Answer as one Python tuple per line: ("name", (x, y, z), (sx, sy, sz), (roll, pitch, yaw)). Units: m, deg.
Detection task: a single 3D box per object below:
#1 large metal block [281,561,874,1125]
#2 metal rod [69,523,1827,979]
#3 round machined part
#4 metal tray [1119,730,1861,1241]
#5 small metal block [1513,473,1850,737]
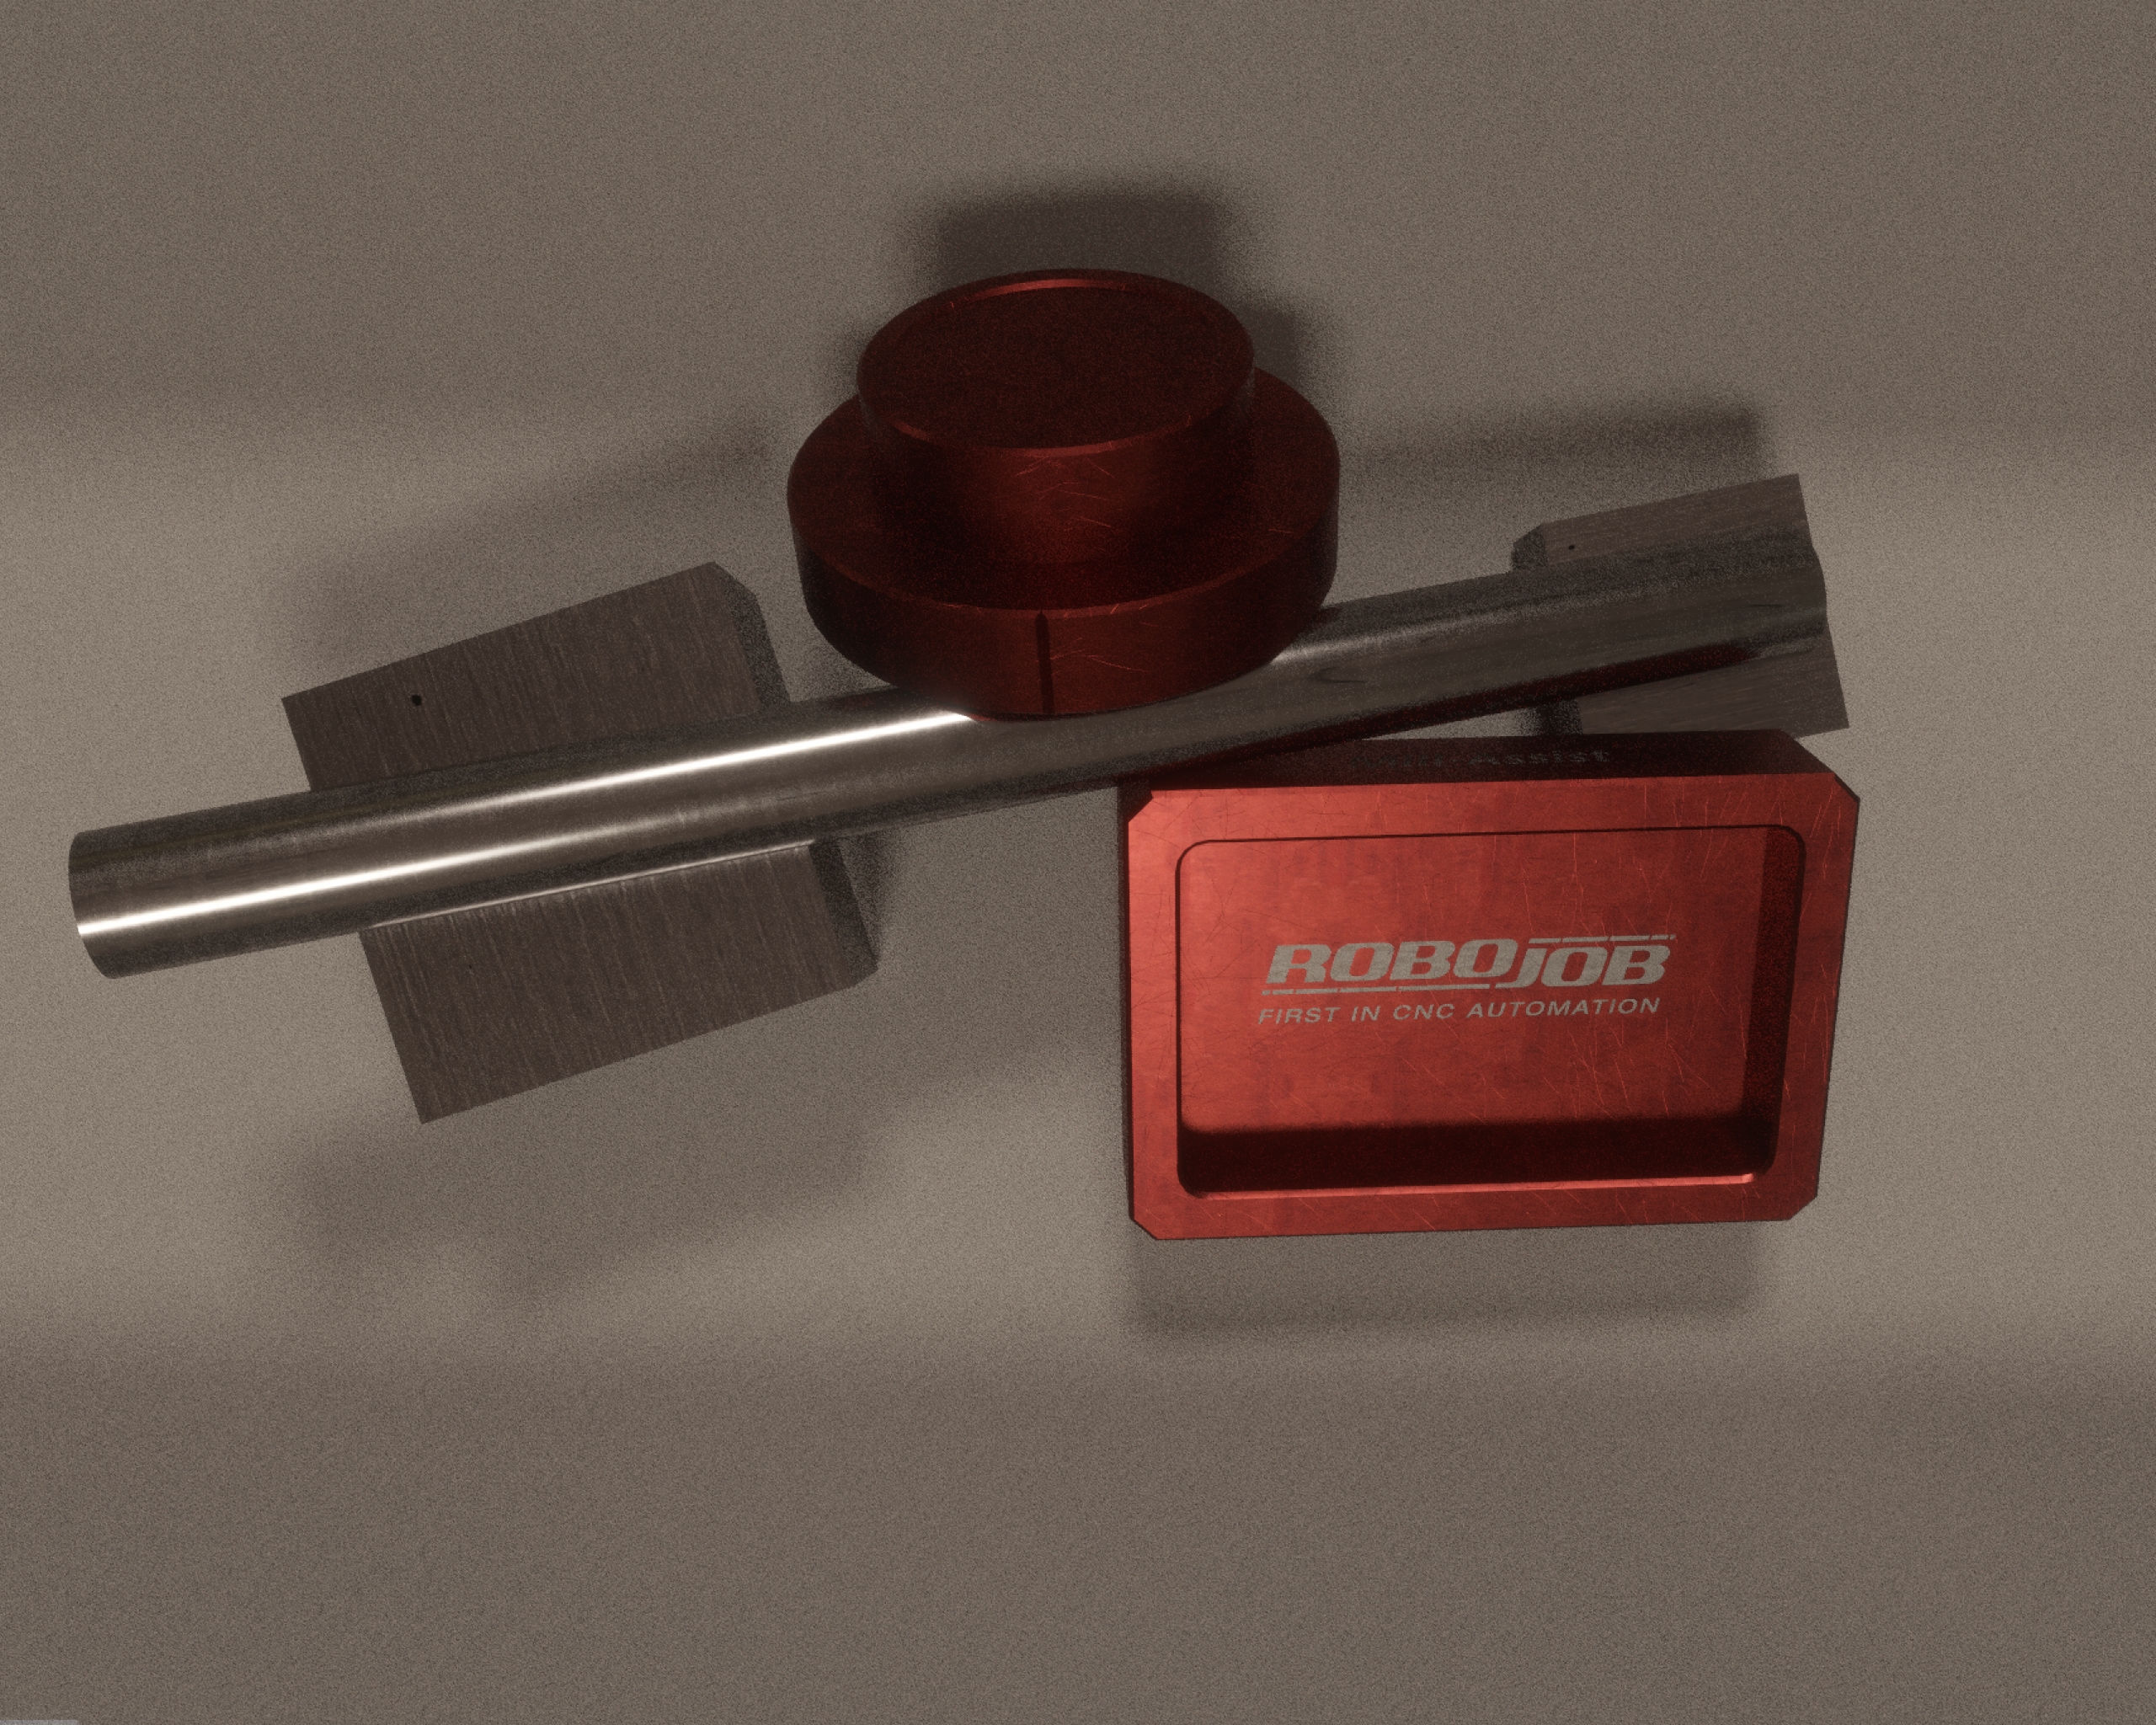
("large metal block", (-0.091, -0.004, 0.395), (0.080, 0.050, 0.080), (-18, 90, -1))
("metal rod", (-0.015, -0.022, 0.365), (0.302, 0.025, 0.025), (-11, 90, -8))
("round machined part", (-0.003, -0.072, 0.371), (0.099, 0.098, 0.042), (-4, 131, -1))
("metal tray", (0.074, 0.023, 0.394), (0.131, 0.030, 0.089), (-2, 110, -1))
("small metal block", (0.118, -0.045, 0.411), (0.050, 0.025, 0.050), (-11, 90, -1))
